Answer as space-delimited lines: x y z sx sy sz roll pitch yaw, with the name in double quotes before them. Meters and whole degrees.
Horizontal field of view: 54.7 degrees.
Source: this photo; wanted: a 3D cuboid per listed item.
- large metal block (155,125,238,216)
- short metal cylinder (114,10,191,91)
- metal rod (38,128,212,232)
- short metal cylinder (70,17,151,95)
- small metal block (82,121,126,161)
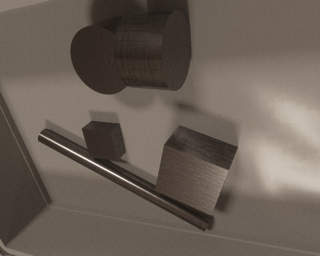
"large metal block" 0.046 0.054 0.401 0.080 0.050 0.079 21 126 15
"short metal cylinder" -0.005 -0.081 0.325 0.050 0.080 0.079 8 122 24
"metal rod" -0.062 0.077 0.486 0.301 0.025 0.025 26 127 11
"short metal cylinder" -0.057 -0.086 0.368 0.080 0.050 0.079 13 124 20
"small metal block" -0.083 0.019 0.462 0.050 0.025 0.050 5 121 25
